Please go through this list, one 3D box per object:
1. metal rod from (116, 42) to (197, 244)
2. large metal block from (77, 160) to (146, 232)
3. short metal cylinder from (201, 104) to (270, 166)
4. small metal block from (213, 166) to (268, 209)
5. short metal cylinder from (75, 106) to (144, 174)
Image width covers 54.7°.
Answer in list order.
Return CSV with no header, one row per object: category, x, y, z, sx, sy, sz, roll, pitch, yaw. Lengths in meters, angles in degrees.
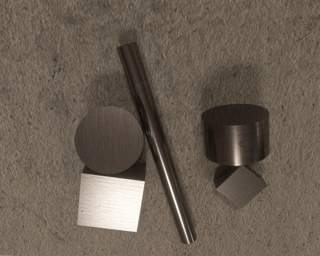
metal rod,0.002,0.034,0.422,0.025,0.025,0.298,-16,110,5
large metal block,-0.065,0.091,0.429,0.081,0.050,0.079,8,110,-4
short metal cylinder,0.093,0.006,0.384,0.080,0.080,0.050,-7,110,2
small metal block,0.113,0.078,0.440,0.050,0.025,0.050,39,105,-14
short metal cylinder,-0.060,0.015,0.387,0.081,0.050,0.079,0,89,-1
